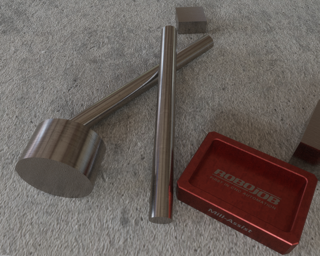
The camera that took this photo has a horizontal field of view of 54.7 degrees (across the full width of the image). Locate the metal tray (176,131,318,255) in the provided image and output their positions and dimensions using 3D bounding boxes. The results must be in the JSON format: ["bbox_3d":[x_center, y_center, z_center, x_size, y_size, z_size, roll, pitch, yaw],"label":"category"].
[{"bbox_3d":[0.095,0.066,0.345,0.130,0.030,0.090,25,54,19],"label":"metal tray"}]

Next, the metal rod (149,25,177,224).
[{"bbox_3d":[0.008,-0.028,0.406,0.025,0.025,0.300,2,56,1],"label":"metal rod"}]

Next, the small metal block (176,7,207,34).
[{"bbox_3d":[0.056,-0.199,0.571,0.050,0.025,0.050,-3,50,-3],"label":"small metal block"}]

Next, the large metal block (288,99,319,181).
[{"bbox_3d":[0.212,0.022,0.371,0.080,0.050,0.080,26,55,20],"label":"large metal block"}]

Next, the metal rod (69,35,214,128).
[{"bbox_3d":[-0.025,-0.066,0.458,0.302,0.025,0.025,-37,60,-27],"label":"metal rod"}]

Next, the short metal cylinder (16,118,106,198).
[{"bbox_3d":[-0.105,0.035,0.337,0.080,0.080,0.050,7,51,6],"label":"short metal cylinder"}]
